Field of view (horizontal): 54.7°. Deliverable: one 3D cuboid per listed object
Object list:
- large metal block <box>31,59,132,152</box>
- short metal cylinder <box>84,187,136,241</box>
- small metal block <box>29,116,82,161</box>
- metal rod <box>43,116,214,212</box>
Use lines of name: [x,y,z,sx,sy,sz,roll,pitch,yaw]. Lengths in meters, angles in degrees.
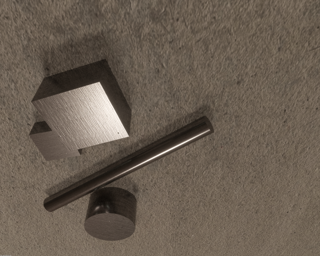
large metal block: [-0.088,-0.025,0.368,0.080,0.050,0.080,-14,129,11]
short metal cylinder: [-0.080,0.142,0.511,0.081,0.050,0.079,0,130,0]
small metal block: [-0.138,0.015,0.418,0.050,0.025,0.050,-10,130,8]
metal rod: [-0.059,0.061,0.458,0.300,0.025,0.025,-28,125,21]
